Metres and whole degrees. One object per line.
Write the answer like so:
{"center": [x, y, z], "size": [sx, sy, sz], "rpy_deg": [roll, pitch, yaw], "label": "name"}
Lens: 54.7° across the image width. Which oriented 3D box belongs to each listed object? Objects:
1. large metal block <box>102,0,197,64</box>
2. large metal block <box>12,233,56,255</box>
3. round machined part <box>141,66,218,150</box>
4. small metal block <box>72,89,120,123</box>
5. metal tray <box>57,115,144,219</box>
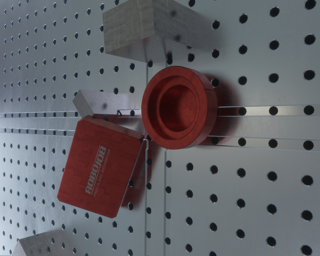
{"center": [-0.012, -0.120, 0.384], "size": [0.080, 0.081, 0.050], "rpy_deg": [-7, 86, 40], "label": "large metal block"}
{"center": [-0.242, 0.265, 0.594], "size": [0.080, 0.050, 0.080], "rpy_deg": [43, 116, 31], "label": "large metal block"}
{"center": [0.027, -0.024, 0.376], "size": [0.098, 0.042, 0.097], "rpy_deg": [0, 90, 40], "label": "round machined part"}
{"center": [-0.097, -0.031, 0.474], "size": [0.025, 0.050, 0.050], "rpy_deg": [-49, 61, 29], "label": "small metal block"}
{"center": [-0.086, 0.056, 0.444], "size": [0.090, 0.030, 0.129], "rpy_deg": [19, 106, -2], "label": "metal tray"}
